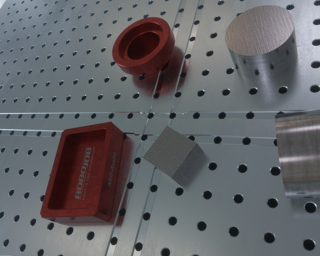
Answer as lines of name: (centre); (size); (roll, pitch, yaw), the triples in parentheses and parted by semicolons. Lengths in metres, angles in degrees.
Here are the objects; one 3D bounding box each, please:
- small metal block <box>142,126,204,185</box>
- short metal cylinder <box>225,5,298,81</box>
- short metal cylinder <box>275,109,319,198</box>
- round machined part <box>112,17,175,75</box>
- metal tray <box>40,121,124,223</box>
small metal block: (0.016, 0.033, 0.380); (0.050, 0.025, 0.050); (31, 78, 37)
short metal cylinder: (0.128, -0.106, 0.390); (0.080, 0.050, 0.080); (-13, 56, 21)
short metal cylinder: (0.139, 0.023, 0.286); (0.050, 0.080, 0.080); (-8, 58, 24)
round machined part: (-0.022, -0.122, 0.483); (0.098, 0.042, 0.098); (-13, 56, 21)
metal tray: (-0.103, 0.059, 0.422); (0.090, 0.030, 0.130); (-9, 58, 23)
